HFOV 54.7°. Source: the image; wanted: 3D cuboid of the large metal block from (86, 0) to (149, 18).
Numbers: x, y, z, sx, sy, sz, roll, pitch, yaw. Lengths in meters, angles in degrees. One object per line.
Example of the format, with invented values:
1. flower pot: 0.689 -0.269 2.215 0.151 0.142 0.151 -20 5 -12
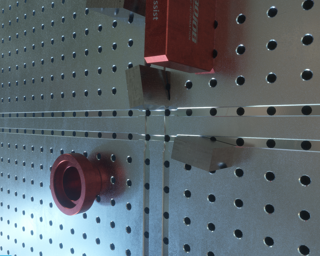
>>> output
1. large metal block: -0.054 -0.202 0.435 0.080 0.050 0.079 18 101 38

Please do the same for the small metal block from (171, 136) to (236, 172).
1. small metal block: 0.049 0.027 0.351 0.050 0.050 0.025 16 100 38

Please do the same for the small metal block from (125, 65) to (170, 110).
1. small metal block: -0.016 -0.051 0.404 0.025 0.050 0.050 -13 82 39

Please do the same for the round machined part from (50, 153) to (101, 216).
1. round machined part: -0.134 0.089 0.506 0.098 0.042 0.097 0 90 39

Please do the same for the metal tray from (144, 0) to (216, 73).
1. metal tray: 0.026 -0.132 0.344 0.030 0.091 0.129 3 92 40
